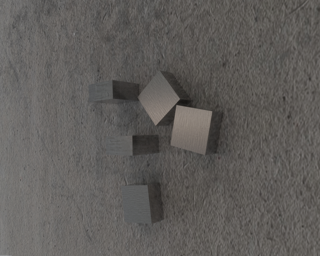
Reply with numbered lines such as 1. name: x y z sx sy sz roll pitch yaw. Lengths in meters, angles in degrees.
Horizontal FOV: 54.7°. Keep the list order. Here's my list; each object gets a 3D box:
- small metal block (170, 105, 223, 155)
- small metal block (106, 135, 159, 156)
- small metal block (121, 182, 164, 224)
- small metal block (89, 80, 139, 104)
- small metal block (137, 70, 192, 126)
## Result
1. small metal block: 0.043 0.001 0.369 0.050 0.025 0.050 14 99 39
2. small metal block: -0.037 0.023 0.419 0.050 0.050 0.025 -2 89 40
3. small metal block: -0.024 0.102 0.425 0.050 0.025 0.050 -11 83 39
4. small metal block: -0.065 -0.050 0.443 0.050 0.050 0.025 -3 88 40
5. small metal block: 0.005 -0.038 0.401 0.050 0.025 0.050 -47 62 29
